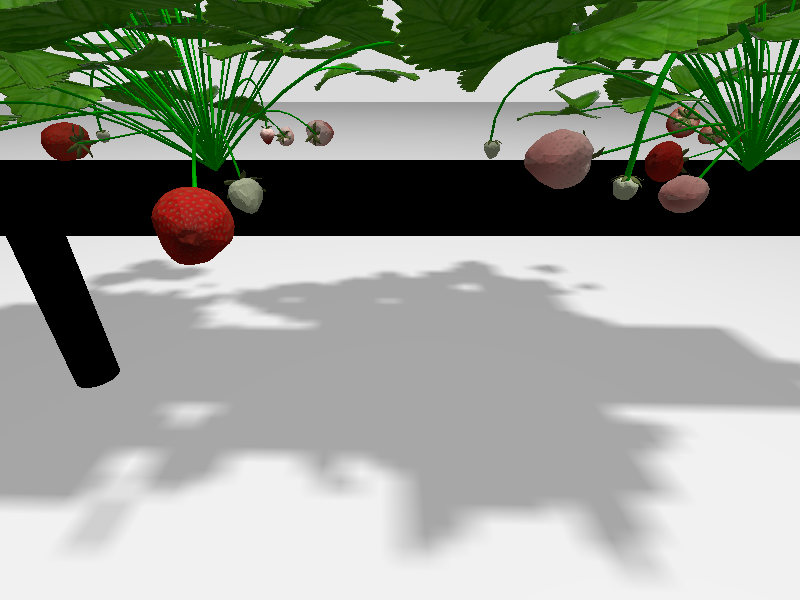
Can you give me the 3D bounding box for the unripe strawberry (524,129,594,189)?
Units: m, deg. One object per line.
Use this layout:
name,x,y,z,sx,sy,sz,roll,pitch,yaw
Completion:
unripe strawberry,0.102,-0.093,0.265,0.038,0.038,0.042,-11,29,-18

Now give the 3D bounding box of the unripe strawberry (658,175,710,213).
unripe strawberry,0.151,-0.056,0.215,0.020,0.020,0.023,-24,36,-37

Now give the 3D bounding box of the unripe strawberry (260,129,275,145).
unripe strawberry,-0.169,-0.209,0.512,0.018,0.019,0.018,-2,28,-4

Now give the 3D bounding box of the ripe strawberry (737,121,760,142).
ripe strawberry,0.438,-0.212,0.504,0.025,0.029,0.027,19,-8,32

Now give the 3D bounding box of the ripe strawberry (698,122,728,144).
ripe strawberry,0.382,-0.204,0.489,0.029,0.025,0.029,13,30,23

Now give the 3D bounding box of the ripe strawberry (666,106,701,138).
ripe strawberry,0.399,-0.250,0.567,0.040,0.042,0.043,10,5,19

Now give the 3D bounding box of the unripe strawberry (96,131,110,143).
unripe strawberry,-0.345,-0.190,0.466,0.012,0.012,0.013,20,34,33

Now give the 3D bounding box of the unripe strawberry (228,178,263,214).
unripe strawberry,-0.083,-0.056,0.219,0.018,0.020,0.019,-14,-29,-25

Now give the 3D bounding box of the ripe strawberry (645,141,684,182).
ripe strawberry,0.190,-0.100,0.291,0.026,0.028,0.024,-12,30,-21

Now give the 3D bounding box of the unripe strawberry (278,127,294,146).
unripe strawberry,-0.135,-0.194,0.477,0.019,0.022,0.021,3,14,6

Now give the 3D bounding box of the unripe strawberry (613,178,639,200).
unripe strawberry,0.101,-0.050,0.180,0.010,0.010,0.011,-22,35,-35

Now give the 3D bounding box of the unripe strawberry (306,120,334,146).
unripe strawberry,-0.094,-0.199,0.476,0.032,0.029,0.029,10,29,18

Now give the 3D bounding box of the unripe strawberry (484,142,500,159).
unripe strawberry,0.083,-0.135,0.362,0.015,0.015,0.014,4,28,8

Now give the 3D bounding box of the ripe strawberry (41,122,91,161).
ripe strawberry,-0.313,-0.148,0.374,0.039,0.033,0.039,8,29,16

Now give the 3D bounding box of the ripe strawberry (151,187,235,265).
ripe strawberry,-0.079,-0.027,0.153,0.028,0.030,0.030,-10,30,-18
